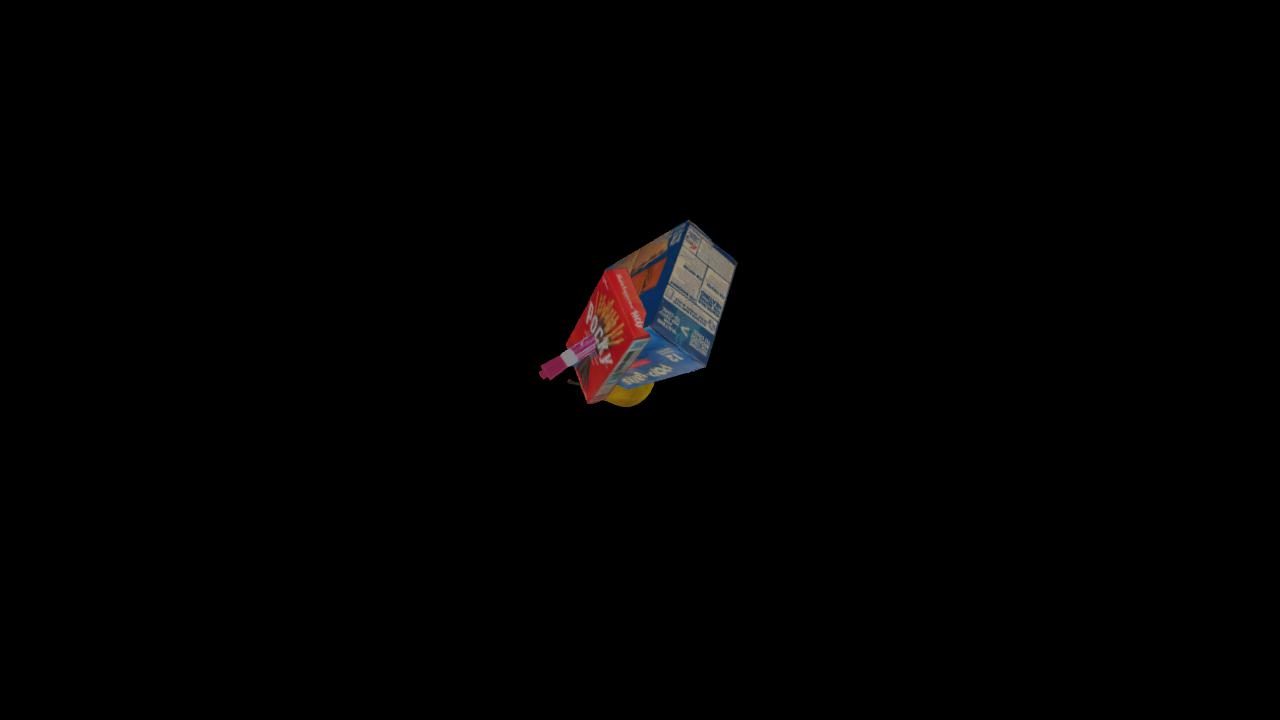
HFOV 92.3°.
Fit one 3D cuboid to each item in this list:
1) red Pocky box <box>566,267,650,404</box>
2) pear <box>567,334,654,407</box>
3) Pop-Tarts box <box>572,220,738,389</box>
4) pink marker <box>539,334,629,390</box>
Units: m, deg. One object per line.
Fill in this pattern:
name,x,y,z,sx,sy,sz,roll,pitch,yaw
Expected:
red Pocky box,-0.037,-0.022,0.661,0.028,0.083,0.155,-10,-24,-29
pear,-0.035,0.025,0.741,0.111,0.080,0.080,-25,16,-37
Pop-Tarts box,0.011,-0.053,0.693,0.083,0.141,0.167,33,-29,-25
pink marker,-0.055,-0.016,0.658,0.121,0.020,0.020,-34,8,-12
